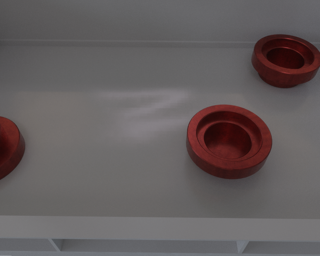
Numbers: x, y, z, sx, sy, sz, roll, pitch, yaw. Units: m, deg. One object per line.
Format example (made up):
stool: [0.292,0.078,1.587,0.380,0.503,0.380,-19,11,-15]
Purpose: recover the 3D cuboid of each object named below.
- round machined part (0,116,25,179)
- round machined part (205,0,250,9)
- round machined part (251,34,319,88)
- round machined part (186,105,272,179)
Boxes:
round machined part: [-0.222,0.020,0.376,0.099,0.042,0.098,0,50,0]
round machined part: [0.142,-0.291,0.642,0.099,0.042,0.098,0,50,0]
round machined part: [0.191,-0.099,0.478,0.099,0.042,0.098,0,50,0]
round machined part: [0.081,0.020,0.377,0.099,0.042,0.098,0,50,0]
